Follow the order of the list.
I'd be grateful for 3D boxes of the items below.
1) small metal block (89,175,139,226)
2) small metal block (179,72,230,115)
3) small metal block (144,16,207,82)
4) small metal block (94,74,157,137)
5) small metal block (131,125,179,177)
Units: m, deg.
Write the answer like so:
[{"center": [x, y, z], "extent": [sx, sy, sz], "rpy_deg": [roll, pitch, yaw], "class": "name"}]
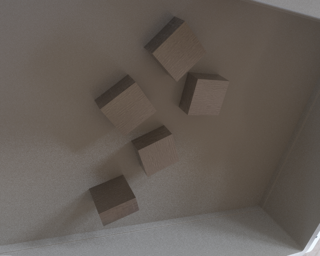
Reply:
[{"center": [-0.062, 0.096, 0.418], "extent": [0.050, 0.050, 0.025], "rpy_deg": [-21, 127, -16], "class": "small metal block"}, {"center": [0.058, -0.045, 0.412], "extent": [0.050, 0.025, 0.050], "rpy_deg": [-1, 119, -28], "class": "small metal block"}, {"center": [0.019, -0.091, 0.362], "extent": [0.050, 0.025, 0.050], "rpy_deg": [-45, 129, 3], "class": "small metal block"}, {"center": [-0.040, -0.026, 0.370], "extent": [0.050, 0.025, 0.050], "rpy_deg": [-38, 129, -3], "class": "small metal block"}, {"center": [-0.006, 0.032, 0.425], "extent": [0.050, 0.025, 0.050], "rpy_deg": [-26, 128, -13], "class": "small metal block"}]
